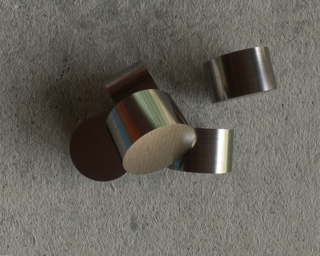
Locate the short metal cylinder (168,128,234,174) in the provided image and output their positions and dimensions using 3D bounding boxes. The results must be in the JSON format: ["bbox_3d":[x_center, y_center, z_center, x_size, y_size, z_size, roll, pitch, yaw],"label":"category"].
[{"bbox_3d":[0.049,0.025,0.383,0.080,0.080,0.050,3,90,0],"label":"short metal cylinder"}]

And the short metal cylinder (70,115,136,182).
[{"bbox_3d":[-0.068,0.024,0.397,0.081,0.050,0.080,0,90,0],"label":"short metal cylinder"}]

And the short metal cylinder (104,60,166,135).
[{"bbox_3d":[-0.026,-0.036,0.382,0.050,0.080,0.080,-30,90,0],"label":"short metal cylinder"}]

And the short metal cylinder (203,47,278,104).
[{"bbox_3d":[0.098,-0.063,0.383,0.080,0.080,0.050,-13,90,0],"label":"short metal cylinder"}]

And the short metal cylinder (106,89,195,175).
[{"bbox_3d":[-0.011,0.005,0.330,0.080,0.080,0.050,-30,57,0],"label":"short metal cylinder"}]
